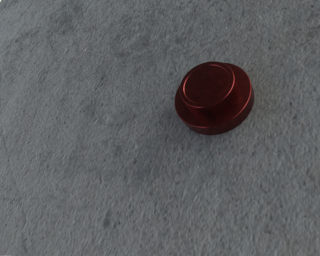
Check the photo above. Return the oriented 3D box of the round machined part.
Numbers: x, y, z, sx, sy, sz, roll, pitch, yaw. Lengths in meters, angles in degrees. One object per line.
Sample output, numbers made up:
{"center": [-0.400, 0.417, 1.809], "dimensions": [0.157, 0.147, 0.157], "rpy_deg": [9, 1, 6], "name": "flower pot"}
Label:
{"center": [0.063, -0.044, 0.386], "dimensions": [0.098, 0.042, 0.098], "rpy_deg": [-13, 56, 20], "name": "round machined part"}
